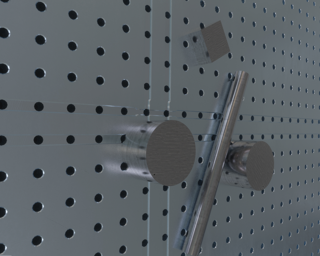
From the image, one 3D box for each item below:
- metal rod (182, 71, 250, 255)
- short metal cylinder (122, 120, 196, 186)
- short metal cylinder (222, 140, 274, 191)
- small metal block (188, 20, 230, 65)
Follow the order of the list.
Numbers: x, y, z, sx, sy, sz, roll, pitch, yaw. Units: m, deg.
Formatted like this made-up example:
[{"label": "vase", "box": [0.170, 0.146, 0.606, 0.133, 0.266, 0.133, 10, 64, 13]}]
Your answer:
[{"label": "metal rod", "box": [0.091, 0.045, 0.486, 0.025, 0.025, 0.299, 31, 71, -36]}, {"label": "short metal cylinder", "box": [-0.001, 0.030, 0.393, 0.081, 0.050, 0.079, -1, 91, -40]}, {"label": "short metal cylinder", "box": [0.146, 0.061, 0.516, 0.081, 0.050, 0.079, 0, 90, -40]}, {"label": "small metal block", "box": [0.076, -0.130, 0.473, 0.050, 0.025, 0.050, -36, 112, -34]}]
